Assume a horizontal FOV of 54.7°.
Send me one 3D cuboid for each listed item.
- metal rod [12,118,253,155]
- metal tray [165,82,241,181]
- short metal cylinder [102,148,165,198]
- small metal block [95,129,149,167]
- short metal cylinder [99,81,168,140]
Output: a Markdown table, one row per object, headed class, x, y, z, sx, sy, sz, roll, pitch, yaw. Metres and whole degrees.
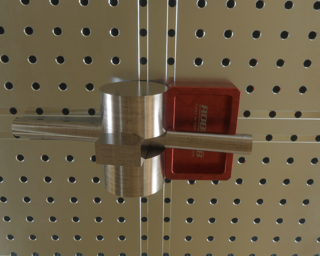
| class | x | y | z | sx | sy | sz | roll | pitch | yaw |
| --- | --- | --- | --- | --- | --- | --- | --- | --- | --- |
| metal rod | -0.040 | 0.009 | 0.391 | 0.302 | 0.025 | 0.025 | 4 | 110 | 7 |
| metal tray | 0.053 | 0.006 | 0.413 | 0.091 | 0.030 | 0.129 | 1 | 110 | -1 |
| short metal cylinder | -0.034 | 0.046 | 0.400 | 0.081 | 0.080 | 0.050 | 1 | 110 | -1 |
| small metal block | -0.042 | 0.021 | 0.356 | 0.050 | 0.050 | 0.025 | 4 | 110 | 7 |
| short metal cylinder | -0.031 | -0.024 | 0.373 | 0.081 | 0.080 | 0.050 | 1 | 110 | -1 |
